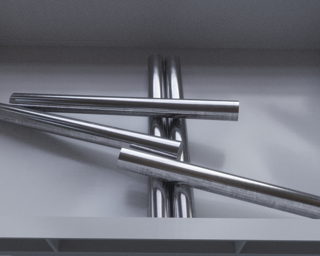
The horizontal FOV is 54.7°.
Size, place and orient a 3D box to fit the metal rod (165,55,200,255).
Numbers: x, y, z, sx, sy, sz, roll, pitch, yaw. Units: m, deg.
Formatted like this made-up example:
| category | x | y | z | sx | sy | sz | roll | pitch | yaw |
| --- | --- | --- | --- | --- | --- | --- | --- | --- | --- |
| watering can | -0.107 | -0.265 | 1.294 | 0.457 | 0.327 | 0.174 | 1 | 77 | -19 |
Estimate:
| category | x | y | z | sx | sy | sz | roll | pitch | yaw |
| --- | --- | --- | --- | --- | --- | --- | --- | --- | --- |
| metal rod | 0.023 | 0.009 | 0.394 | 0.025 | 0.025 | 0.300 | -1 | 50 | -1 |

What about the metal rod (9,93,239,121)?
| category | x | y | z | sx | sy | sz | roll | pitch | yaw |
| --- | --- | --- | --- | --- | --- | --- | --- | --- | --- |
| metal rod | -0.053 | -0.028 | 0.401 | 0.301 | 0.025 | 0.025 | 3 | 50 | 11 |

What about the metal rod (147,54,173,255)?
| category | x | y | z | sx | sy | sz | roll | pitch | yaw |
| --- | --- | --- | --- | --- | --- | --- | --- | --- | --- |
| metal rod | -0.003 | 0.007 | 0.395 | 0.025 | 0.025 | 0.300 | -1 | 50 | -1 |

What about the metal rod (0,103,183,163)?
| category | x | y | z | sx | sy | sz | roll | pitch | yaw |
| --- | --- | --- | --- | --- | --- | --- | --- | --- | --- |
| metal rod | -0.119 | -0.002 | 0.387 | 0.301 | 0.025 | 0.025 | 12 | 51 | 16 |

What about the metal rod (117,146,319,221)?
| category | x | y | z | sx | sy | sz | roll | pitch | yaw |
| --- | --- | --- | --- | --- | --- | --- | --- | --- | --- |
| metal rod | 0.104 | 0.068 | 0.325 | 0.302 | 0.025 | 0.025 | 14 | 51 | 4 |
